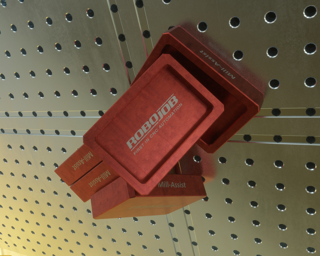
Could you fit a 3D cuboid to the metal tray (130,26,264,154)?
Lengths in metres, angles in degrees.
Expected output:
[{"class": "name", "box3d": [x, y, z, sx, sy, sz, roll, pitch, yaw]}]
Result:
[{"class": "metal tray", "box3d": [0.040, -0.041, 0.359, 0.130, 0.030, 0.089, 39, 129, 1]}]

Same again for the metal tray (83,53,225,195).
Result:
[{"class": "metal tray", "box3d": [-0.006, -0.004, 0.337, 0.090, 0.030, 0.130, 43, 84, -2]}]

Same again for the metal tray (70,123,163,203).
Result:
[{"class": "metal tray", "box3d": [-0.057, 0.043, 0.422, 0.030, 0.090, 0.129, 49, 128, -6]}]

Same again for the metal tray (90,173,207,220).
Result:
[{"class": "metal tray", "box3d": [-0.013, 0.091, 0.413, 0.090, 0.131, 0.030, -36, 57, 39]}]

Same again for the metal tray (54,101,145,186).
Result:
[{"class": "metal tray", "box3d": [-0.078, 0.020, 0.420, 0.030, 0.090, 0.129, 49, 128, -6]}]
